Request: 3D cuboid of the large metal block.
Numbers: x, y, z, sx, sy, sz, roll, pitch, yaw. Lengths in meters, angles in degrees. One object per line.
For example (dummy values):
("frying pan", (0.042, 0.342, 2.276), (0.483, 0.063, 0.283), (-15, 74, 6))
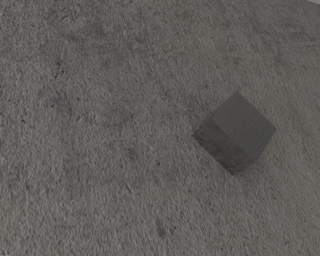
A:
("large metal block", (0.106, 0.006, 0.440), (0.080, 0.050, 0.080), (45, 51, 3))
